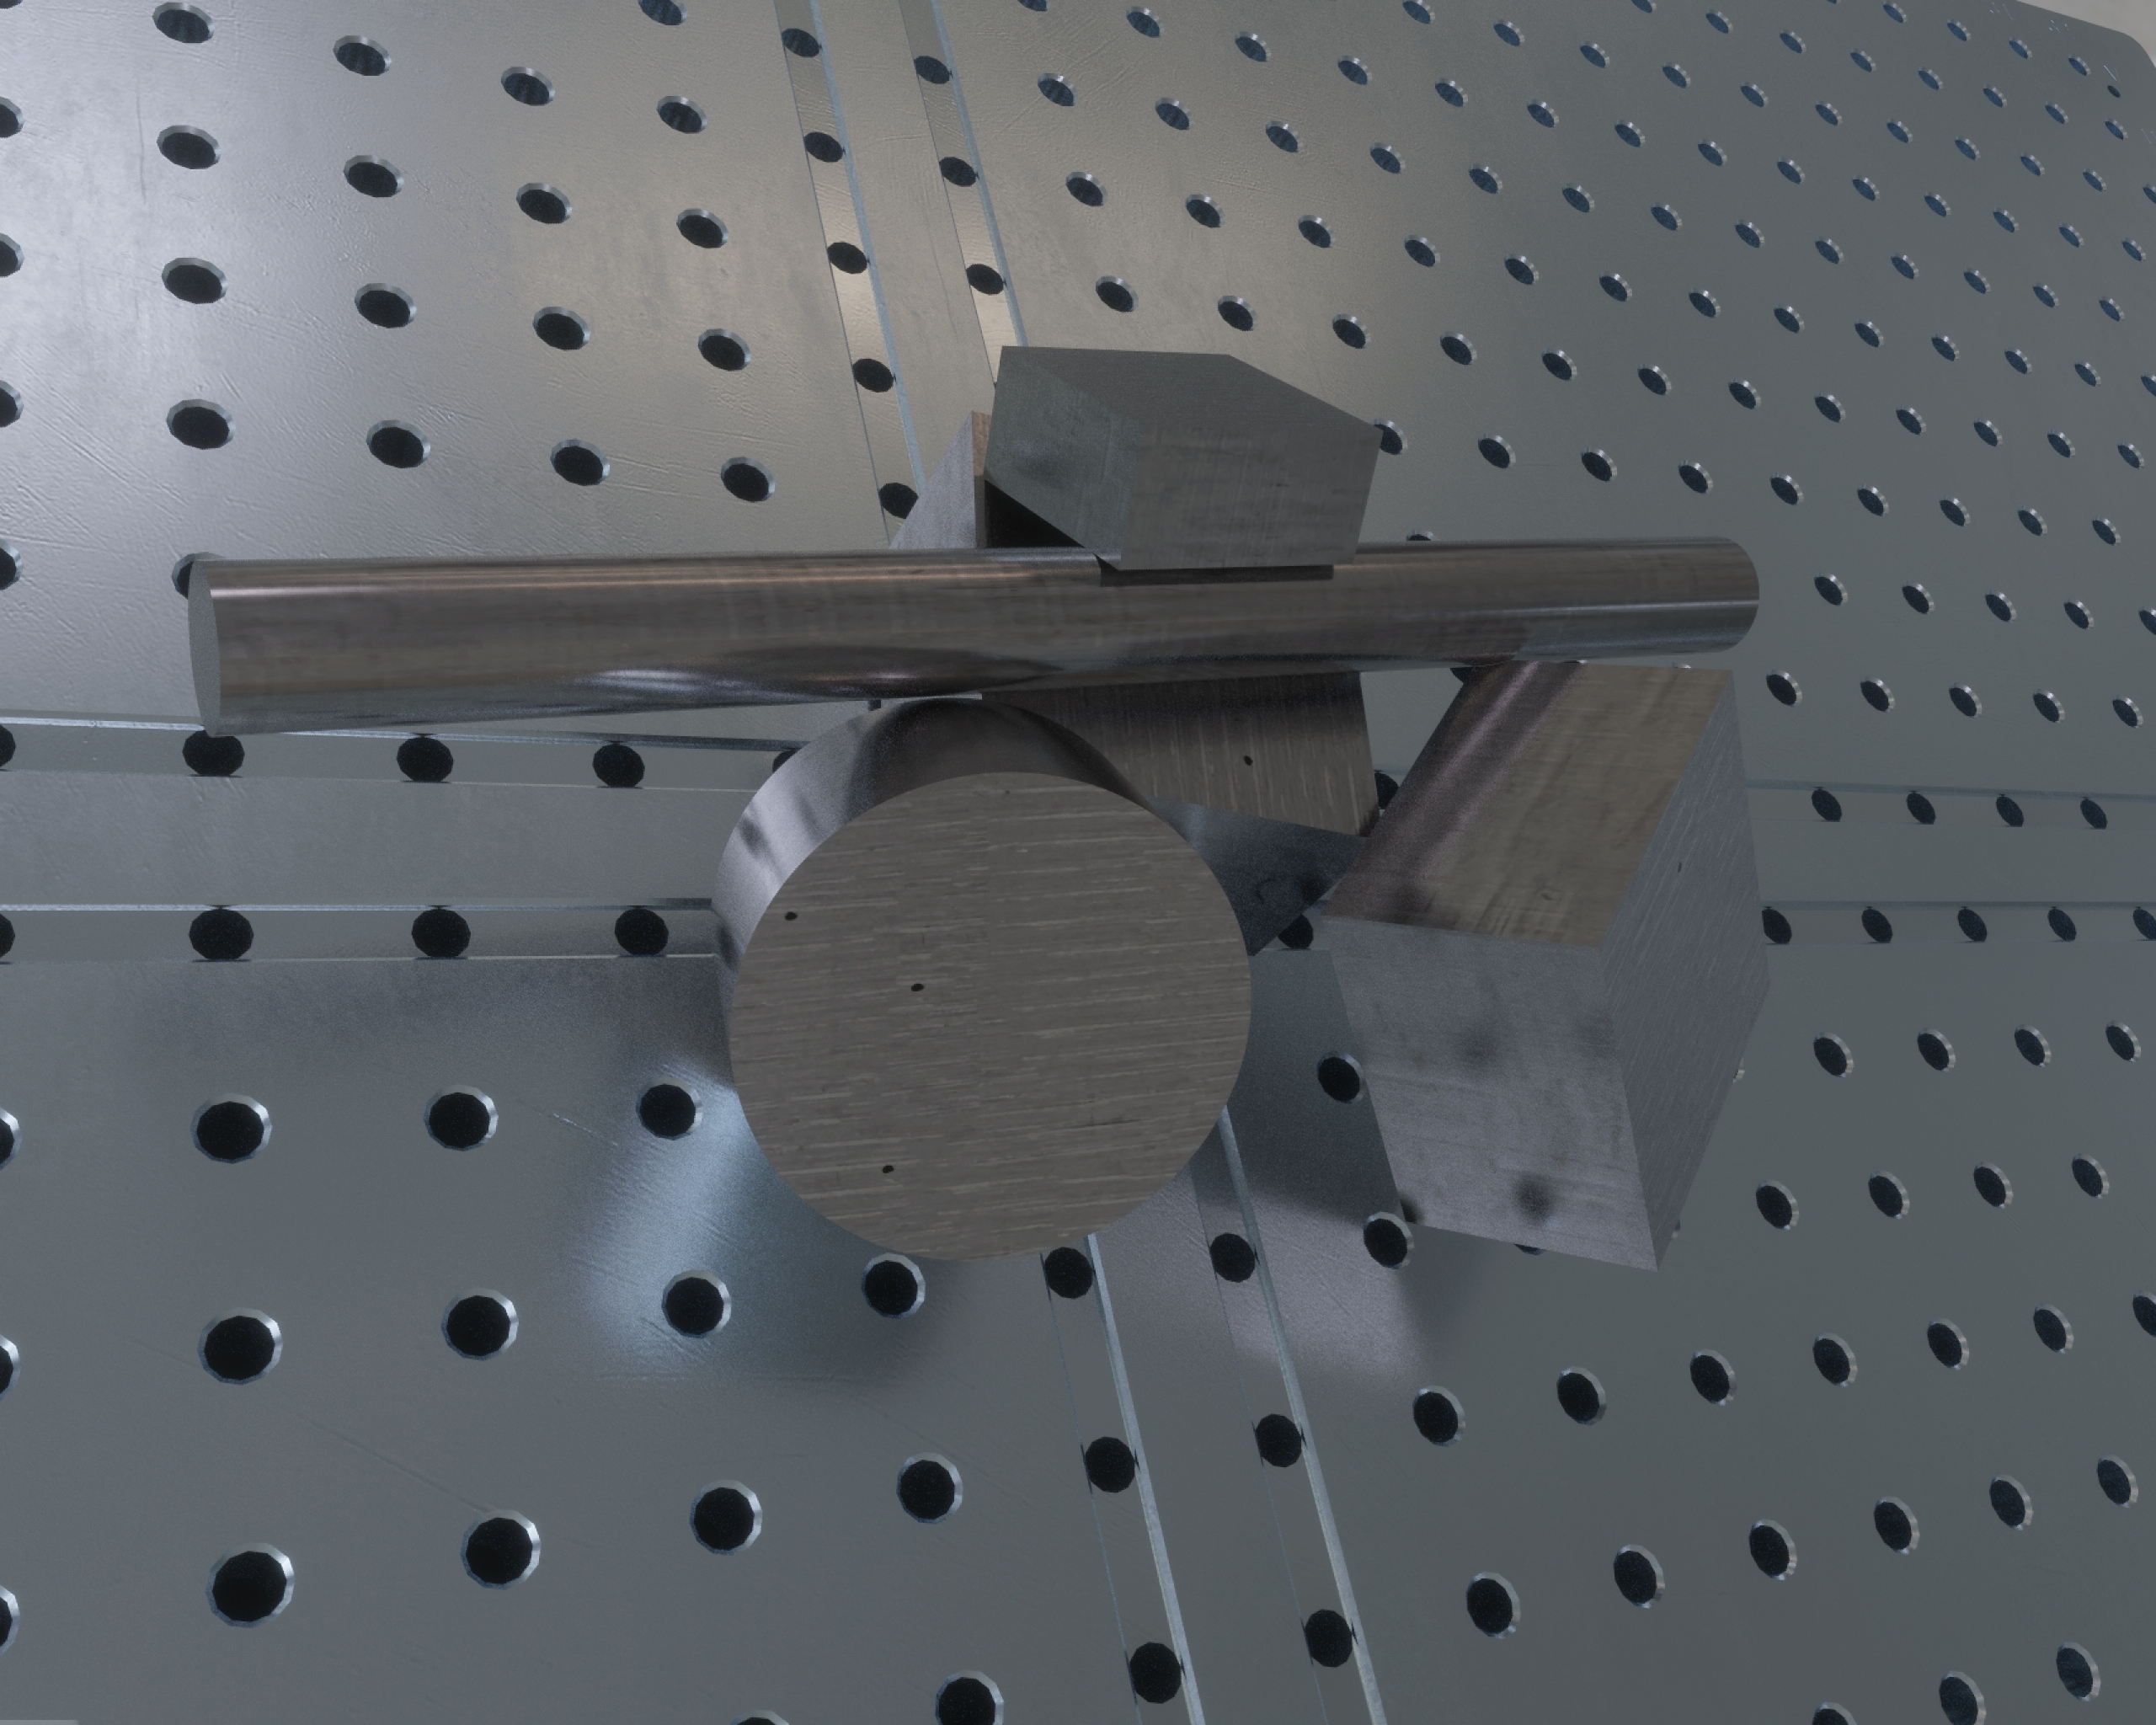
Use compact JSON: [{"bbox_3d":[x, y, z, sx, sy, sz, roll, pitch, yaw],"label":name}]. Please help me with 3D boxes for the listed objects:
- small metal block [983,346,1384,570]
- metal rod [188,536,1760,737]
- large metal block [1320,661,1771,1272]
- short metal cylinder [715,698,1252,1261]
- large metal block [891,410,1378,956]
[{"bbox_3d":[0.018,-0.074,0.379,0.050,0.025,0.050,-6,30,-31],"label":"small metal block"},{"bbox_3d":[0.007,-0.044,0.370,0.303,0.025,0.025,-6,65,-31],"label":"metal rod"},{"bbox_3d":[0.093,0.017,0.400,0.080,0.050,0.080,-53,137,-39],"label":"large metal block"},{"bbox_3d":[-0.018,0.017,0.340,0.081,0.080,0.050,18,12,-18],"label":"short metal cylinder"},{"bbox_3d":[0.008,-0.033,0.412,0.081,0.050,0.080,10,57,-23],"label":"large metal block"}]
